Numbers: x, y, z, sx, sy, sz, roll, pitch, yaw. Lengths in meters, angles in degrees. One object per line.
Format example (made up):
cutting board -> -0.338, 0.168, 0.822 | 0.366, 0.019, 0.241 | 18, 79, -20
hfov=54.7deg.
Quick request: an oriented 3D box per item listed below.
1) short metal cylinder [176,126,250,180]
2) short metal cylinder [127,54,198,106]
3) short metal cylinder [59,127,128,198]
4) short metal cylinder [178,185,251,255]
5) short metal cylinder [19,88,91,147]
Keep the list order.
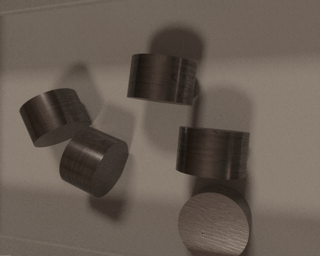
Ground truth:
short metal cylinder -> 0.061, 0.026, 0.360 | 0.080, 0.080, 0.050 | 6, 92, 19
short metal cylinder -> 0.003, -0.057, 0.380 | 0.080, 0.080, 0.050 | 8, 93, 19
short metal cylinder -> -0.085, 0.045, 0.410 | 0.050, 0.080, 0.080 | 22, 97, 18
short metal cylinder -> 0.067, 0.112, 0.373 | 0.080, 0.050, 0.079 | 0, 90, 19
short metal cylinder -> -0.145, -0.013, 0.431 | 0.080, 0.080, 0.050 | -29, 81, 17
